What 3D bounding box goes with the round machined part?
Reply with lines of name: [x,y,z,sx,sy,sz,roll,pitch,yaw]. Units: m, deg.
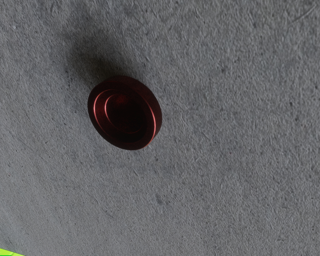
round machined part: [-0.041,-0.023,0.404,0.098,0.042,0.097,13,124,21]
